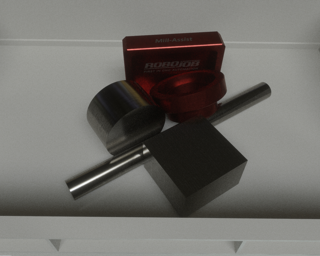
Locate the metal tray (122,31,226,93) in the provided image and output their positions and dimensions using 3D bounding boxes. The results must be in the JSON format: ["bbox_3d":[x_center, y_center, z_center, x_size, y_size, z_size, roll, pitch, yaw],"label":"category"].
[{"bbox_3d":[0.017,-0.084,0.430,0.131,0.089,0.030,-5,51,-5],"label":"metal tray"}]

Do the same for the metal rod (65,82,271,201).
[{"bbox_3d":[0.026,0.007,0.397,0.302,0.025,0.025,-26,55,-21],"label":"metal rod"}]

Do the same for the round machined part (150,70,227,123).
[{"bbox_3d":[0.039,-0.040,0.408,0.098,0.042,0.098,-13,24,6],"label":"round machined part"}]

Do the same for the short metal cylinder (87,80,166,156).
[{"bbox_3d":[-0.041,-0.011,0.376,0.081,0.080,0.050,-27,55,-21],"label":"short metal cylinder"}]

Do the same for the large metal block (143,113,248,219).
[{"bbox_3d":[0.037,0.041,0.351,0.081,0.050,0.080,-26,55,-21],"label":"large metal block"}]
